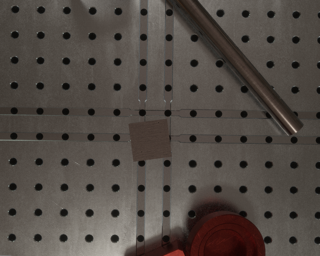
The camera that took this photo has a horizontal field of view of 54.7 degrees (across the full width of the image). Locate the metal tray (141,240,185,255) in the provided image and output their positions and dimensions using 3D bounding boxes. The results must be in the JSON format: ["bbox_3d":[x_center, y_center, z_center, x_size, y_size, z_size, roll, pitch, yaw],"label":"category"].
[{"bbox_3d":[0.012,0.229,0.411,0.090,0.030,0.129,-23,90,-1],"label":"metal tray"}]

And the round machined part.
[{"bbox_3d":[0.081,0.156,0.401,0.099,0.042,0.097,0,87,-9],"label":"round machined part"}]

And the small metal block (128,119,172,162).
[{"bbox_3d":[-0.013,0.016,0.413,0.050,0.025,0.050,-7,90,-1],"label":"small metal block"}]

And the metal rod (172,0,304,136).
[{"bbox_3d":[0.084,-0.111,0.414,0.025,0.025,0.300,-41,91,0],"label":"metal rod"}]
